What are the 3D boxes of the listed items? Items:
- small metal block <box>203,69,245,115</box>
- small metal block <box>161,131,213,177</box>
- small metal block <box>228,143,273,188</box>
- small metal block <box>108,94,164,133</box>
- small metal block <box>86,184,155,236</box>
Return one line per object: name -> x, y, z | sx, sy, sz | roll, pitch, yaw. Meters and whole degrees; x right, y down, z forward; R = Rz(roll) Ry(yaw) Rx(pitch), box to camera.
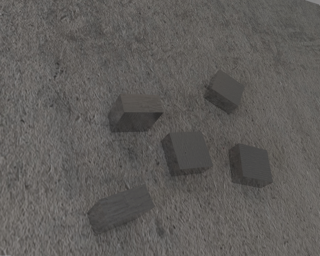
small metal block -> 0.103, -0.058, 0.494 | 0.050, 0.025, 0.050 | 33, 51, -7
small metal block -> 0.035, 0.033, 0.402 | 0.050, 0.025, 0.050 | -2, 63, -29
small metal block -> 0.128, 0.054, 0.439 | 0.050, 0.025, 0.050 | 14, 56, -21
small metal block -> -0.031, -0.017, 0.381 | 0.050, 0.050, 0.025 | -1, 63, -29
small metal block -> -0.041, 0.084, 0.314 | 0.050, 0.050, 0.025 | -13, 69, -34
